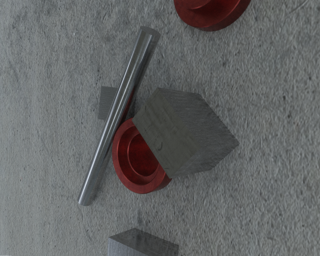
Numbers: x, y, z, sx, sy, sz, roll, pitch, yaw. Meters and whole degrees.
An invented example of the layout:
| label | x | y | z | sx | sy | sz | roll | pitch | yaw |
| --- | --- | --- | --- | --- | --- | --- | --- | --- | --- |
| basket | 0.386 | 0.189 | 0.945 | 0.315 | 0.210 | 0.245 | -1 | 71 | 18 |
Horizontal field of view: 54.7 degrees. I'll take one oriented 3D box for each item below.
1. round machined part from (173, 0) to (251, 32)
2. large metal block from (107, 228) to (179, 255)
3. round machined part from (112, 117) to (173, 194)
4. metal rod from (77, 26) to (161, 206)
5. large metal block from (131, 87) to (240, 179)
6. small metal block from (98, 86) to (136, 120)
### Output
| label | x | y | z | sx | sy | sz | roll | pitch | yaw |
| --- | --- | --- | --- | --- | --- | --- | --- | --- | --- |
| round machined part | 0.053 | -0.163 | 0.350 | 0.098 | 0.042 | 0.097 | 0 | 90 | 40 |
| large metal block | -0.025 | 0.189 | 0.409 | 0.080 | 0.050 | 0.079 | 6 | 94 | 40 |
| round machined part | -0.015 | 0.034 | 0.405 | 0.098 | 0.042 | 0.097 | 1 | 92 | 41 |
| metal rod | -0.067 | 0.004 | 0.430 | 0.025 | 0.025 | 0.298 | 47 | 127 | 30 |
| large metal block | 0.029 | 0.004 | 0.345 | 0.050 | 0.081 | 0.080 | -49 | 61 | 28 |
| small metal block | -0.063 | -0.034 | 0.457 | 0.050 | 0.025 | 0.050 | 12 | 98 | 39 |
